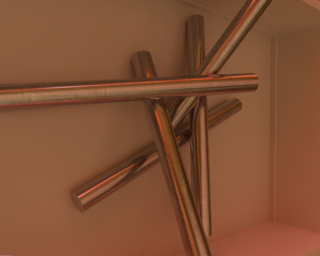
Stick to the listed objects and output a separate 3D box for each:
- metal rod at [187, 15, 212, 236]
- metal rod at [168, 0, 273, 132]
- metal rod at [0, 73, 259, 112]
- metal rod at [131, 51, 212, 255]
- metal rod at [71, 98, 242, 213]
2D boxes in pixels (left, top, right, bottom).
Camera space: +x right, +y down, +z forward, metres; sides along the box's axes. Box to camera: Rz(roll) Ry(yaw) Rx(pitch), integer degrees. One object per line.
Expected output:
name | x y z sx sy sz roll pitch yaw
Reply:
metal rod | 0.052 -0.012 0.420 0.025 0.025 0.299 9 75 -40
metal rod | 0.093 -0.116 0.383 0.025 0.025 0.299 27 106 -37
metal rod | -0.018 -0.043 0.339 0.303 0.025 0.025 -7 95 -24
metal rod | 0.016 0.047 0.342 0.025 0.025 0.299 0 66 -40
metal rod | 0.018 0.021 0.421 0.302 0.025 0.025 -29 108 -36
